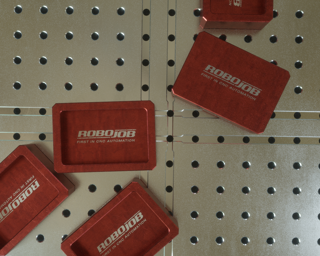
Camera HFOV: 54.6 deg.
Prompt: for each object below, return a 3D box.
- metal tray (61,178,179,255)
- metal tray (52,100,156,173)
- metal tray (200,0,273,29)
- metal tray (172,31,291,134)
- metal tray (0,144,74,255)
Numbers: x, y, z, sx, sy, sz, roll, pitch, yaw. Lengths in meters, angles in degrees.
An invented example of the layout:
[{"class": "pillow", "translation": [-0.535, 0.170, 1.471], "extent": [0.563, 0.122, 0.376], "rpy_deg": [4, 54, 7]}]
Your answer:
[{"class": "metal tray", "translation": [-0.051, 0.142, 0.410], "extent": [0.130, 0.030, 0.090], "rpy_deg": [-41, 90, 0]}, {"class": "metal tray", "translation": [-0.071, 0.011, 0.410], "extent": [0.131, 0.030, 0.090], "rpy_deg": [-2, 90, 0]}, {"class": "metal tray", "translation": [0.101, -0.201, 0.411], "extent": [0.090, 0.030, 0.129], "rpy_deg": [1, 90, 0]}, {"class": "metal tray", "translation": [0.091, -0.058, 0.411], "extent": [0.130, 0.030, 0.090], "rpy_deg": [26, 90, 0]}, {"class": "metal tray", "translation": [-0.192, 0.095, 0.409], "extent": [0.130, 0.030, 0.090], "rpy_deg": [-44, 90, 0]}]
